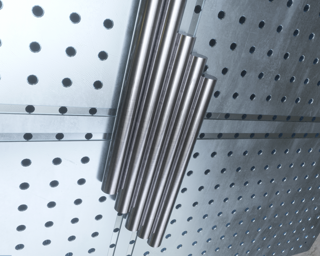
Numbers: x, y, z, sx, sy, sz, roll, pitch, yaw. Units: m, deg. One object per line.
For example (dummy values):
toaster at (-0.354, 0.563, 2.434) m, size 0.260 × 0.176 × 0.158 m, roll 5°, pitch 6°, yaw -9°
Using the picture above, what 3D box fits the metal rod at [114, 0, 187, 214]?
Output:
metal rod at (-0.018, -0.014, 0.393) m, size 0.025 × 0.025 × 0.298 m, roll 1°, pitch 118°, yaw -29°

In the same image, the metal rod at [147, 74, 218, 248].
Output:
metal rod at (0.026, 0.063, 0.466) m, size 0.025 × 0.025 × 0.298 m, roll 1°, pitch 118°, yaw -29°

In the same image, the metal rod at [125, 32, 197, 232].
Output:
metal rod at (-0.006, 0.021, 0.422) m, size 0.025 × 0.025 × 0.298 m, roll 1°, pitch 118°, yaw -29°

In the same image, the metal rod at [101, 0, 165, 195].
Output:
metal rod at (-0.032, -0.047, 0.365) m, size 0.025 × 0.025 × 0.298 m, roll 1°, pitch 118°, yaw -29°

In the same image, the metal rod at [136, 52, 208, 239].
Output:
metal rod at (0.010, 0.041, 0.443) m, size 0.025 × 0.025 × 0.298 m, roll 1°, pitch 118°, yaw -29°
